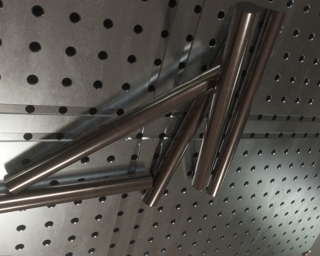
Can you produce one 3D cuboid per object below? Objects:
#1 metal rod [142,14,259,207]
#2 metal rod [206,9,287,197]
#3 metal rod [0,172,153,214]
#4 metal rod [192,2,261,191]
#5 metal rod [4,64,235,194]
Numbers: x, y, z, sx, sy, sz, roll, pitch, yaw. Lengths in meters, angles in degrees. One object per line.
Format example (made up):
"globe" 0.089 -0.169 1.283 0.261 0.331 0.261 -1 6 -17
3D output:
"metal rod" 0.048 -0.015 0.429 0.025 0.025 0.298 15 111 -35
"metal rod" 0.121 -0.021 0.466 0.025 0.025 0.298 -1 119 -28
"metal rod" -0.151 0.085 0.382 0.303 0.025 0.025 -4 120 -27
"metal rod" 0.074 -0.011 0.399 0.025 0.025 0.298 -16 140 -19
"metal rod" -0.040 -0.005 0.371 0.301 0.025 0.025 -28 129 -5
